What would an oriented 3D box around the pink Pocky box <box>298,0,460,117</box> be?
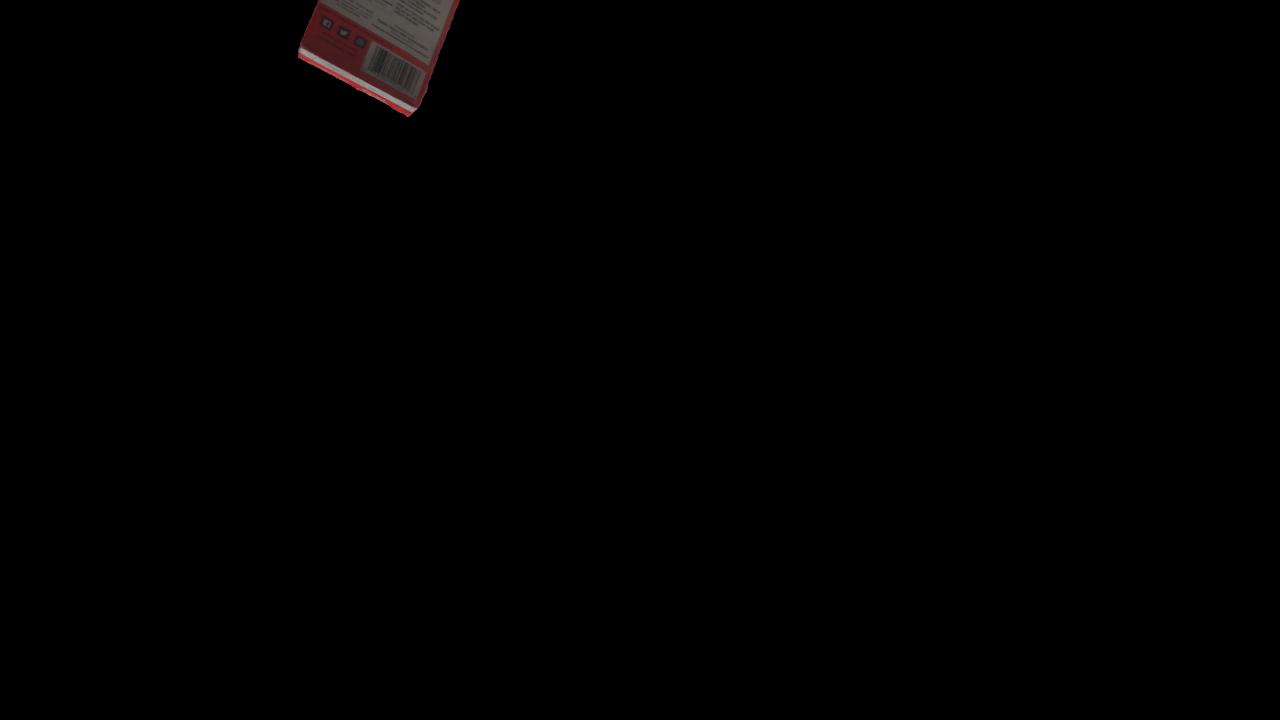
[{"bbox_3d":[-0.183,-0.273,0.460,0.084,0.155,0.029,22,-9,-32],"label":"pink Pocky box"}]
